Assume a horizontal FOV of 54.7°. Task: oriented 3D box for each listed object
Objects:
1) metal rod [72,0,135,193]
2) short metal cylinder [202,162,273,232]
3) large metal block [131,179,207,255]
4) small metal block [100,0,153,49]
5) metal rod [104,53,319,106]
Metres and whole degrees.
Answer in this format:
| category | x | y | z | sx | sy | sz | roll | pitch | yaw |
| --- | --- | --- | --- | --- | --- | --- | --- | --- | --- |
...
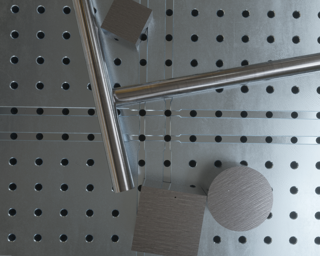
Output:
| category | x | y | z | sx | sy | sz | roll | pitch | yaw |
| --- | --- | --- | --- | --- | --- | --- | --- | --- | --- |
| metal rod | -0.078 | -0.069 | 0.390 | 0.025 | 0.025 | 0.298 | -14 | 82 | 0 |
| short metal cylinder | 0.098 | 0.086 | 0.402 | 0.081 | 0.050 | 0.079 | 0 | 90 | -1 |
| large metal block | 0.011 | 0.116 | 0.401 | 0.081 | 0.050 | 0.080 | 9 | 90 | -1 |
| small metal block | -0.043 | -0.142 | 0.413 | 0.050 | 0.025 | 0.050 | 26 | 90 | -1 |
| metal rod | 0.069 | -0.063 | 0.414 | 0.302 | 0.025 | 0.025 | -10 | 90 | -1 |
